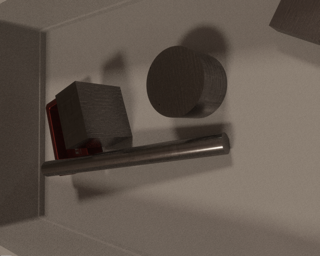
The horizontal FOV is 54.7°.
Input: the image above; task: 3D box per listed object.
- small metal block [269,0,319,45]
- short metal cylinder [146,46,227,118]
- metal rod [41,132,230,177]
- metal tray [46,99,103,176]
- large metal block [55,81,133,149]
[{"bbox_3d":[0.140,-0.110,0.290,0.050,0.025,0.050,35,111,34],"label":"small metal block"},{"bbox_3d":[0.031,-0.051,0.364,0.080,0.050,0.079,0,90,39],"label":"short metal cylinder"},{"bbox_3d":[-0.053,0.041,0.421,0.300,0.025,0.025,-11,83,30],"label":"metal rod"},{"bbox_3d":[-0.145,0.007,0.520,0.090,0.030,0.129,-23,76,37],"label":"metal tray"},{"bbox_3d":[-0.094,-0.017,0.446,0.050,0.081,0.080,-25,75,37],"label":"large metal block"}]
